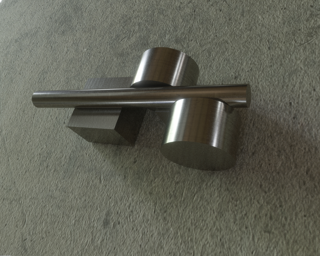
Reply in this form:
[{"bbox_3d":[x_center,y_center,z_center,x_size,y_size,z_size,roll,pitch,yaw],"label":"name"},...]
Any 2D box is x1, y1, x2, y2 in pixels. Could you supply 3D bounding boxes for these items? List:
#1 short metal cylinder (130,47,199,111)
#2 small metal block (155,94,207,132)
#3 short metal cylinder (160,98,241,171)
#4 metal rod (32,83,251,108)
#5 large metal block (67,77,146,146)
[{"bbox_3d":[0.006,-0.059,0.403,0.080,0.080,0.050,2,63,29],"label":"short metal cylinder"},{"bbox_3d":[0.030,-0.018,0.382,0.050,0.050,0.025,1,63,28],"label":"small metal block"},{"bbox_3d":[0.045,0.009,0.339,0.080,0.080,0.050,0,62,28],"label":"short metal cylinder"},{"bbox_3d":[-0.043,-0.037,0.384,0.301,0.025,0.025,2,63,27],"label":"metal rod"},{"bbox_3d":[-0.070,-0.024,0.435,0.080,0.050,0.080,3,63,29],"label":"large metal block"}]
